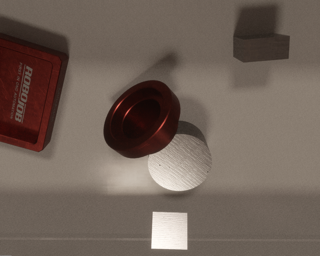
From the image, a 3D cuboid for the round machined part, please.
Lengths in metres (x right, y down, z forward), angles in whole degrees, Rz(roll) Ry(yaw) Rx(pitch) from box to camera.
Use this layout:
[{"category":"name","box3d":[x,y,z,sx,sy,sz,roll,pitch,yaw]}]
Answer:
[{"category":"round machined part","box3d":[-0.017,-0.007,0.376,0.098,0.098,0.042,-36,134,12]}]

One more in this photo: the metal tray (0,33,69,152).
[{"category":"metal tray","box3d":[-0.176,-0.042,0.390,0.091,0.030,0.129,17,109,-7]}]

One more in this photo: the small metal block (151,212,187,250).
[{"category":"small metal block","box3d":[0.013,0.151,0.453,0.050,0.025,0.050,2,68,-1]}]

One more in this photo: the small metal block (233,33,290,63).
[{"category":"small metal block","box3d":[0.117,-0.095,0.365,0.050,0.050,0.025,-5,110,1]}]

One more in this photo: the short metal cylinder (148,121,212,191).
[{"category":"short metal cylinder","box3d":[0.025,0.036,0.412,0.081,0.050,0.079,0,110,-1]}]
